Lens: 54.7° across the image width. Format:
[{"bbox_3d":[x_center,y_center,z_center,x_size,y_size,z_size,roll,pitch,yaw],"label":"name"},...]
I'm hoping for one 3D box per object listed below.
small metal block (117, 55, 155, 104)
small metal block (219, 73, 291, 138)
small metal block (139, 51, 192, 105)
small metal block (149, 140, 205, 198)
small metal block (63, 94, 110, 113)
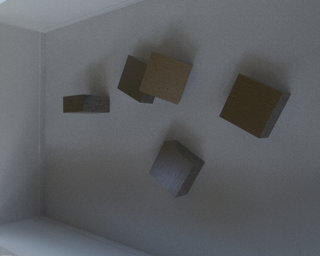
[{"bbox_3d":[-0.027,-0.067,0.427,0.050,0.025,0.050,34,111,34],"label":"small metal block"},{"bbox_3d":[0.098,-0.023,0.325,0.050,0.025,0.050,34,111,34],"label":"small metal block"},{"bbox_3d":[0.008,-0.062,0.384,0.050,0.025,0.050,21,105,4],"label":"small metal block"},{"bbox_3d":[0.020,0.050,0.389,0.050,0.025,0.050,39,114,32],"label":"small metal block"},{"bbox_3d":[-0.114,-0.036,0.482,0.050,0.050,0.025,0,90,39],"label":"small metal block"}]
